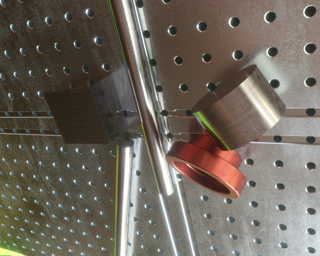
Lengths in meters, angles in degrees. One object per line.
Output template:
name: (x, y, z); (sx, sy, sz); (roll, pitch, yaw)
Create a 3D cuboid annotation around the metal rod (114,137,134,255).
metal rod: (-0.065, 0.144, 0.532); (0.025, 0.025, 0.298); (19, 126, 17)

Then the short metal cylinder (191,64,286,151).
short metal cylinder: (0.079, -0.021, 0.320); (0.080, 0.080, 0.050); (-32, 101, 38)

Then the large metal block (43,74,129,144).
large metal block: (-0.101, -0.025, 0.431); (0.080, 0.050, 0.080); (-1, 118, 28)

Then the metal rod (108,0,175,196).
metal rod: (-0.021, -0.038, 0.396); (0.025, 0.025, 0.298); (1, 119, 27)

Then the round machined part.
round machined part: (0.059, 0.042, 0.374); (0.098, 0.042, 0.098); (28, 164, 9)
